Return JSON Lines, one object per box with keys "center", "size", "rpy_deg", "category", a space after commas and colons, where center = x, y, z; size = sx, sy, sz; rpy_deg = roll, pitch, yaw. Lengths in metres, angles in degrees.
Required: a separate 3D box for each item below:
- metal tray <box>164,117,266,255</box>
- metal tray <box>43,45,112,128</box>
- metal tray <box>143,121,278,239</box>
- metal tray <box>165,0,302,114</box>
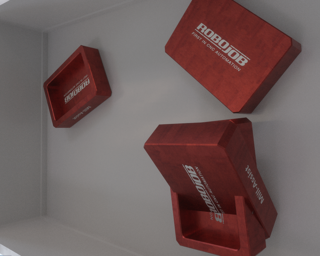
{"center": [0.052, 0.058, 0.315], "size": [0.090, 0.030, 0.129], "rpy_deg": [-7, 90, 45], "category": "metal tray"}
{"center": [-0.143, -0.066, 0.521], "size": [0.130, 0.030, 0.090], "rpy_deg": [-30, 71, 36], "category": "metal tray"}
{"center": [0.052, 0.053, 0.309], "size": [0.090, 0.030, 0.130], "rpy_deg": [-3, 130, 42], "category": "metal tray"}
{"center": [0.073, -0.088, 0.343], "size": [0.130, 0.030, 0.089], "rpy_deg": [48, 118, 29], "category": "metal tray"}
